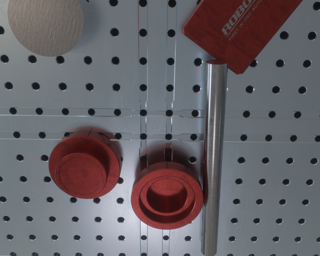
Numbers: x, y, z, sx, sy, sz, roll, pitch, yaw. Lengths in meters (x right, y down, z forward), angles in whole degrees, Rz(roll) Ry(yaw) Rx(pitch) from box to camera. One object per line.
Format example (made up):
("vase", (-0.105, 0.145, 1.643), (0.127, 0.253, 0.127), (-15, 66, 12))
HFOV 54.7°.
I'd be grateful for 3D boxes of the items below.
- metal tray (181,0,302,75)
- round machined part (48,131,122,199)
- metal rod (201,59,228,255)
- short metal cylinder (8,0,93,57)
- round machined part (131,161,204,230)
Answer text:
("metal tray", (0.098, -0.140, 0.360), (0.090, 0.030, 0.129), (34, 106, -12))
("round machined part", (-0.104, 0.056, 0.424), (0.099, 0.042, 0.097), (0, 110, 0))
("metal rod", (0.071, 0.058, 0.420), (0.025, 0.025, 0.298), (-2, 116, 0))
("short metal cylinder", (-0.121, -0.125, 0.353), (0.081, 0.050, 0.079), (0, 110, 0))
("round machined part", (0.010, 0.091, 0.438), (0.099, 0.042, 0.097), (0, 110, 0))
